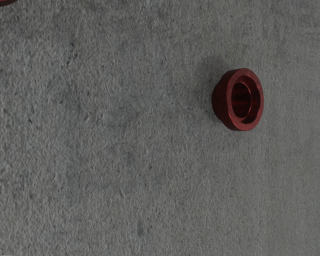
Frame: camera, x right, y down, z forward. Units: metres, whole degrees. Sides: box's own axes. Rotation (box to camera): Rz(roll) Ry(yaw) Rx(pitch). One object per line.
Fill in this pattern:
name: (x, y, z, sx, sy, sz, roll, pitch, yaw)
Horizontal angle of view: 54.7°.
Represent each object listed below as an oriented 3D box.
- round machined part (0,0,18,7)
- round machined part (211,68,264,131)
round machined part: (-0.157, -0.152, 0.262, 0.099, 0.042, 0.097, 0, 90, -40)
round machined part: (0.120, -0.044, 0.494, 0.099, 0.042, 0.097, 0, 90, -40)
